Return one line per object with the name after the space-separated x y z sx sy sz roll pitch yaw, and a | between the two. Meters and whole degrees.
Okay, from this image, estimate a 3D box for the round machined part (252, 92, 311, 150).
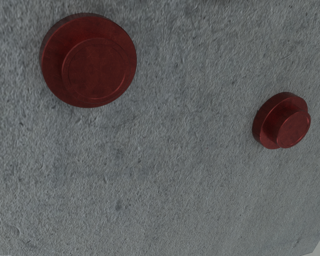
0.203 -0.006 0.503 0.099 0.042 0.097 -14 124 -21 | round machined part

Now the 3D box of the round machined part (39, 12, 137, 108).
-0.069 -0.064 0.318 0.099 0.042 0.097 -14 124 -21 | round machined part
